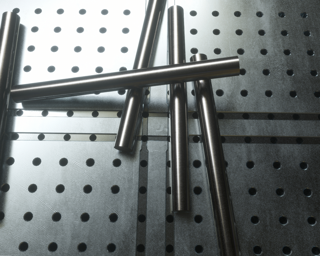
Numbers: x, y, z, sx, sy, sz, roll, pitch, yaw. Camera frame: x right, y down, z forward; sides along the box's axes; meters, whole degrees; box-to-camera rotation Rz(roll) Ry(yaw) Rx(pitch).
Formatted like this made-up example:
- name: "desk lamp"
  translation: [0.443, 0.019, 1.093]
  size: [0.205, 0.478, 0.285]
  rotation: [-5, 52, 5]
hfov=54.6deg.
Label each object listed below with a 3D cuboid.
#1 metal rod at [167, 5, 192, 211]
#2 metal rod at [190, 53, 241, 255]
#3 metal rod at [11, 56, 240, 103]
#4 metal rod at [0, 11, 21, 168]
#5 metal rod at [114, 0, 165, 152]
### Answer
- name: "metal rod"
  translation: [0.025, -0.040, 0.426]
  size: [0.025, 0.025, 0.299]
  rotation: [0, 70, 0]
- name: "metal rod"
  translation: [0.070, 0.039, 0.397]
  size: [0.025, 0.025, 0.299]
  rotation: [-5, 70, -2]
- name: "metal rod"
  translation: [-0.050, -0.062, 0.409]
  size: [0.301, 0.025, 0.025]
  rotation: [-6, 70, 7]
- name: "metal rod"
  translation: [-0.220, -0.029, 0.421]
  size: [0.025, 0.025, 0.299]
  rotation: [-2, 70, -1]
- name: "metal rod"
  translation: [-0.021, -0.111, 0.452]
  size: [0.025, 0.025, 0.299]
  rotation: [9, 70, 3]
